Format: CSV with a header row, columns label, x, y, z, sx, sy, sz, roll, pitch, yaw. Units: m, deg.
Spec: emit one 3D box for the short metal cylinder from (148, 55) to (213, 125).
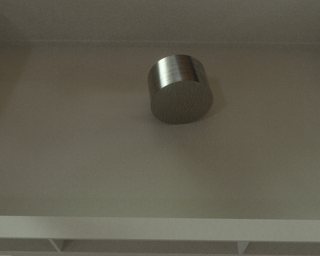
label,x,y,z,sx,sy,sz,roll,pitch,yaw
short metal cylinder,0.026,-0.049,0.411,0.080,0.080,0.050,-5,50,-4
